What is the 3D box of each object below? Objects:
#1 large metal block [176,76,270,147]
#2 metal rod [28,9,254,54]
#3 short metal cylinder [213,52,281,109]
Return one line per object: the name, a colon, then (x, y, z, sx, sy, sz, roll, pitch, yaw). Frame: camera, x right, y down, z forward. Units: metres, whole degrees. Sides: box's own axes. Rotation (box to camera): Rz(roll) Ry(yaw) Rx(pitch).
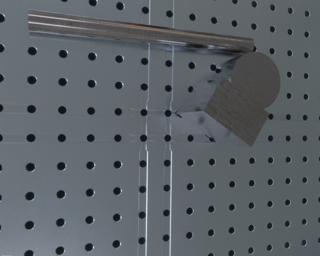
large metal block: (0.081, -0.019, 0.413, 0.080, 0.080, 0.050, 35, 79, -17)
metal rod: (-0.009, -0.123, 0.409, 0.303, 0.025, 0.025, 0, 90, -20)
short metal cylinder: (0.123, -0.064, 0.445, 0.081, 0.050, 0.079, 0, 90, -20)
